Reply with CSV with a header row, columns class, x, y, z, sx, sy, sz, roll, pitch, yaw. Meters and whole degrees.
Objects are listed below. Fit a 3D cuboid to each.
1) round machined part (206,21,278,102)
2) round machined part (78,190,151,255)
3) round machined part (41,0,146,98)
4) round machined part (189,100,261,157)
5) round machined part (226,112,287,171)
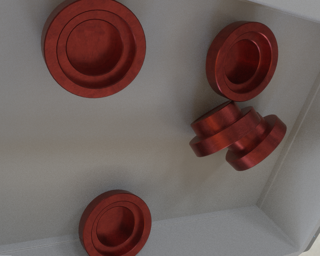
class,x,y,z,sx,sy,sz,roll,pitch,yaw
round machined part,0.099,-0.086,0.395,0.099,0.042,0.097,-11,116,-25
round machined part,-0.065,0.134,0.431,0.099,0.042,0.097,-2,95,-30
round machined part,-0.067,-0.083,0.311,0.099,0.042,0.097,-14,125,-21
round machined part,0.081,-0.005,0.417,0.098,0.098,0.042,-32,92,-8
round machined part,0.133,0.014,0.458,0.042,0.098,0.098,45,93,-4
